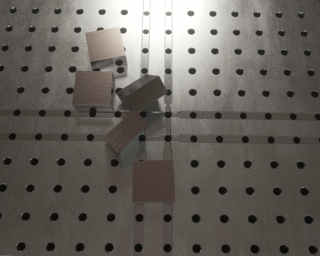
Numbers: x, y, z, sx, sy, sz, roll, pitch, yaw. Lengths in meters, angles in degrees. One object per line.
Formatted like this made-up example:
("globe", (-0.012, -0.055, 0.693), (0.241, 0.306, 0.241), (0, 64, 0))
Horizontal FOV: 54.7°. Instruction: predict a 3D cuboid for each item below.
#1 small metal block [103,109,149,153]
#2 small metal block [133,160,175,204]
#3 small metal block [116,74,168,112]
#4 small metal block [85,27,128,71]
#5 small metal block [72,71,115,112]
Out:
("small metal block", (-0.044, 0.004, 0.391), (0.050, 0.050, 0.025), (-44, 96, -8))
("small metal block", (-0.008, 0.068, 0.387), (0.050, 0.025, 0.050), (-1, 70, -1))
("small metal block", (-0.025, -0.047, 0.413), (0.050, 0.050, 0.025), (-34, 112, -12))
("small metal block", (-0.078, -0.116, 0.453), (0.050, 0.025, 0.050), (-12, 71, -5))
("small metal block", (-0.091, -0.051, 0.429), (0.050, 0.025, 0.050), (1, 70, 0))
